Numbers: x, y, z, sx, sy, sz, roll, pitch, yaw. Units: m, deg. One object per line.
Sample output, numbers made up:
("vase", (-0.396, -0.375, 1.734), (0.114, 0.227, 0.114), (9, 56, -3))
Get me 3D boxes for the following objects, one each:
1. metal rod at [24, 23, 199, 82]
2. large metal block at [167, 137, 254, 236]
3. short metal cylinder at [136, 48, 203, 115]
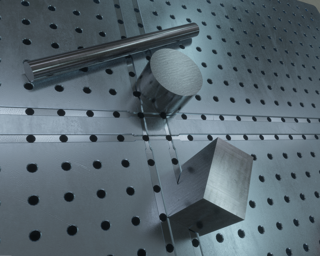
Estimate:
("metal rod", (-0.047, -0.120, 0.457), (0.302, 0.025, 0.025), (-27, 77, -37))
("large metal block", (0.059, 0.070, 0.364), (0.050, 0.080, 0.080), (30, 52, -10))
("short metal cylinder", (0.013, -0.066, 0.441), (0.081, 0.050, 0.080), (14, 56, -21))
